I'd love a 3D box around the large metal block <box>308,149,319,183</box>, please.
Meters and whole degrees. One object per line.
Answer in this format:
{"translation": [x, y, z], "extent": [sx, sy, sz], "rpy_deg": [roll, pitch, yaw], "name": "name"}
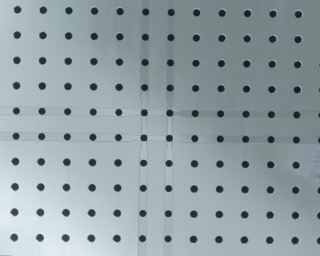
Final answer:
{"translation": [0.251, 0.061, 0.388], "extent": [0.080, 0.080, 0.050], "rpy_deg": [23, 90, 0], "name": "large metal block"}
